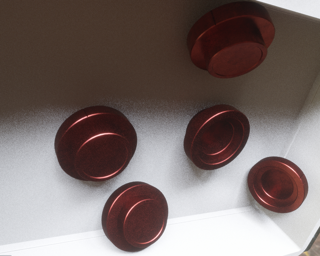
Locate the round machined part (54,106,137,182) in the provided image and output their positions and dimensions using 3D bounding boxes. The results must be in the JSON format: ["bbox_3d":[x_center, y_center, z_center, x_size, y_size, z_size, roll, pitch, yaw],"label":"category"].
[{"bbox_3d":[-0.073,0.026,0.375,0.099,0.042,0.097,-14,125,-21],"label":"round machined part"}]

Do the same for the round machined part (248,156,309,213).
[{"bbox_3d":[0.209,0.095,0.545,0.042,0.098,0.097,-23,132,-47],"label":"round machined part"}]

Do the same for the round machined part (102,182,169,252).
[{"bbox_3d":[-0.029,0.129,0.440,0.099,0.042,0.097,-3,96,-31],"label":"round machined part"}]

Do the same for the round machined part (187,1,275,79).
[{"bbox_3d":[0.083,-0.093,0.356,0.099,0.042,0.098,-9,157,-4],"label":"round machined part"}]

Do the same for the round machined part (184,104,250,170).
[{"bbox_3d":[0.077,0.009,0.448,0.099,0.042,0.097,-14,125,-21],"label":"round machined part"}]
